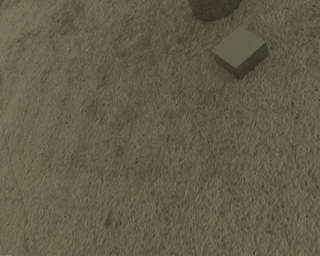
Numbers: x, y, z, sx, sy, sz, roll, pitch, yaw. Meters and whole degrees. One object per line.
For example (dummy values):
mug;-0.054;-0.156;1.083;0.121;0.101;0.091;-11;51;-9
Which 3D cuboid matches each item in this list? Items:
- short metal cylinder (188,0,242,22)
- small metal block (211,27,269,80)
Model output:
short metal cylinder;0.081;-0.212;0.476;0.080;0.050;0.080;-13;56;21
small metal block;0.105;-0.099;0.410;0.050;0.025;0.050;-41;51;0
